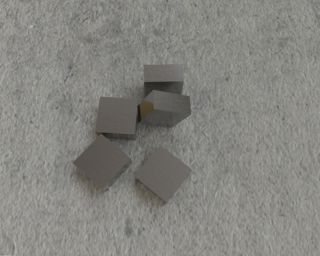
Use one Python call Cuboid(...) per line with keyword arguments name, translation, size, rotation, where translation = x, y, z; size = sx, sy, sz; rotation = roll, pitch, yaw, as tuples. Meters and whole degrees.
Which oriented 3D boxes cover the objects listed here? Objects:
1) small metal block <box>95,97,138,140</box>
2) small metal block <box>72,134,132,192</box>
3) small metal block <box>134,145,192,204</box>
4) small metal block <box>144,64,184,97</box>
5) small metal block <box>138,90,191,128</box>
Cuboid(name="small metal block", translation=(-0.056, -0.013, 0.412), size=(0.050, 0.025, 0.050), rotation=(3, 70, 1))
Cuboid(name="small metal block", translation=(-0.072, 0.044, 0.391), size=(0.050, 0.025, 0.050), rotation=(38, 74, 12))
Cuboid(name="small metal block", translation=(0.004, 0.058, 0.387), size=(0.050, 0.025, 0.050), rotation=(37, 74, 12))
Cuboid(name="small metal block", translation=(0.005, -0.062, 0.418), size=(0.050, 0.050, 0.025), rotation=(-1, 70, -1))
Cuboid(name="small metal block", translation=(0.004, -0.023, 0.395), size=(0.050, 0.050, 0.025), rotation=(7, 68, -25))
